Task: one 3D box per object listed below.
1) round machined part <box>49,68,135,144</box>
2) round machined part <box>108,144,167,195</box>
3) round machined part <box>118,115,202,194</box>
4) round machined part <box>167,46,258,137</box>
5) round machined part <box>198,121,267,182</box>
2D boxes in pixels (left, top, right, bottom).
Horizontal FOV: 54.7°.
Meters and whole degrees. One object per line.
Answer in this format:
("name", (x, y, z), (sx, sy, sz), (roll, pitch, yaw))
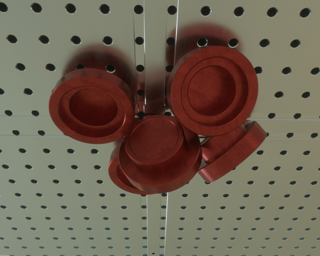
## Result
("round machined part", (-0.079, -0.030, 0.374), (0.099, 0.042, 0.097), (0, 130, 0))
("round machined part", (-0.022, 0.049, 0.442), (0.099, 0.042, 0.097), (0, 131, 0))
("round machined part", (-0.002, 0.023, 0.362), (0.098, 0.098, 0.042), (-11, 141, 8))
("round machined part", (0.055, -0.043, 0.349), (0.099, 0.042, 0.097), (-3, 107, -11))
("round machined part", (0.083, 0.022, 0.395), (0.042, 0.098, 0.098), (50, 120, 3))
